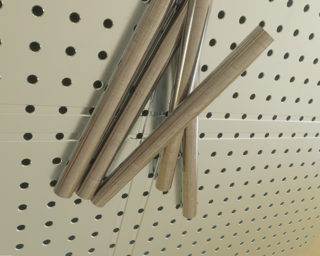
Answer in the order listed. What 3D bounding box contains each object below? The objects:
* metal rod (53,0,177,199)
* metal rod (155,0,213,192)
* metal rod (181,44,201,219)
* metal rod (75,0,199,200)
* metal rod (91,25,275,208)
[{"bbox_3d":[-0.051,-0.043,0.357,0.025,0.025,0.298,19,108,-36],"label":"metal rod"},{"bbox_3d":[0.025,-0.033,0.385,0.025,0.025,0.298,-9,129,-24],"label":"metal rod"},{"bbox_3d":[0.043,0.021,0.449,0.025,0.025,0.298,-17,125,-19],"label":"metal rod"},{"bbox_3d":[-0.026,-0.037,0.375,0.025,0.025,0.298,21,107,-36],"label":"metal rod"},{"bbox_3d":[0.012,0.000,0.375,0.025,0.025,0.299,28,117,-38],"label":"metal rod"}]
